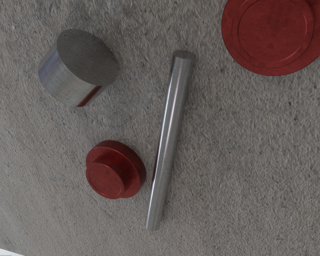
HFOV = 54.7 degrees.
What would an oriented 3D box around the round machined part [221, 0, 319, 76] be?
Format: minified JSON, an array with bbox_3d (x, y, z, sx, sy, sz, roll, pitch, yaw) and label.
[{"bbox_3d":[0.104,-0.093,0.283,0.098,0.042,0.097,13,124,21],"label":"round machined part"}]

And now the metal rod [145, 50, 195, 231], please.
[{"bbox_3d":[0.007,0.039,0.427,0.025,0.025,0.298,20,126,16],"label":"metal rod"}]

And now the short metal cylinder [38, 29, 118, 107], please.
[{"bbox_3d":[-0.099,-0.073,0.379,0.050,0.080,0.080,-35,99,38],"label":"short metal cylinder"}]

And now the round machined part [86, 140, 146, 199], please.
[{"bbox_3d":[-0.075,0.071,0.479,0.098,0.042,0.097,13,124,21],"label":"round machined part"}]
